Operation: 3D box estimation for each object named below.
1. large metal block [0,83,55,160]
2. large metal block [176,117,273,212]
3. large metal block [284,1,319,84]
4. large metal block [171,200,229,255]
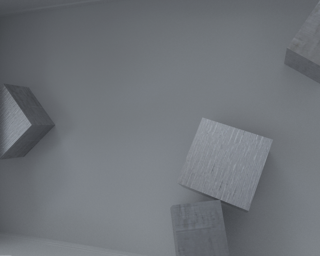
[{"bbox_3d":[-0.225,-0.009,0.477,0.080,0.050,0.080,-42,77,15],"label":"large metal block"},{"bbox_3d":[0.075,0.043,0.358,0.080,0.050,0.080,19,78,19],"label":"large metal block"},{"bbox_3d":[0.176,-0.096,0.319,0.050,0.080,0.080,36,102,16],"label":"large metal block"},{"bbox_3d":[0.043,0.127,0.351,0.050,0.080,0.080,-6,73,-2],"label":"large metal block"}]
